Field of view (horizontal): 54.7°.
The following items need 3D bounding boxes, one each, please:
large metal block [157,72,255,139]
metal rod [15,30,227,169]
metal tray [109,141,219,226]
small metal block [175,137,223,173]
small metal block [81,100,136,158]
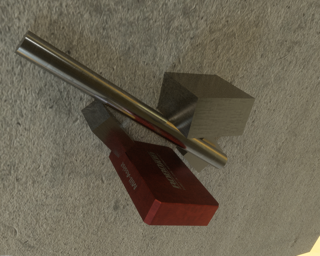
[{"bbox_3d":[0.054,-0.030,0.384,0.081,0.080,0.050,-2,120,-28],"label":"large metal block"},{"bbox_3d":[-0.020,-0.016,0.371,0.301,0.025,0.025,31,101,-33],"label":"metal rod"},{"bbox_3d":[0.000,0.063,0.381,0.091,0.130,0.030,13,112,-34],"label":"metal tray"},{"bbox_3d":[0.059,0.032,0.463,0.050,0.025,0.050,-41,130,0],"label":"small metal block"},{"bbox_3d":[-0.060,-0.001,0.359,0.025,0.050,0.050,-39,130,-2],"label":"small metal block"}]
